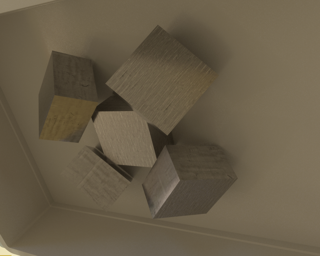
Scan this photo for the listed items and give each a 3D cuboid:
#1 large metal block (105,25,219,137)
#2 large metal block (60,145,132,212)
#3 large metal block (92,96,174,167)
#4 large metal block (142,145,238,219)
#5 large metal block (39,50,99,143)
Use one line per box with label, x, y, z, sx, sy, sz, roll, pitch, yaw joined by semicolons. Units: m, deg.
large metal block;0.002;-0.047;0.334;0.080;0.050;0.080;40;86;1
large metal block;-0.088;0.072;0.455;0.080;0.050;0.080;39;173;1
large metal block;-0.035;0.003;0.409;0.080;0.050;0.080;1;119;28
large metal block;0.034;0.067;0.386;0.081;0.050;0.079;3;134;-28
large metal block;-0.122;-0.039;0.401;0.050;0.080;0.080;8;136;-30
